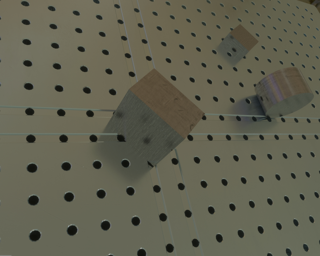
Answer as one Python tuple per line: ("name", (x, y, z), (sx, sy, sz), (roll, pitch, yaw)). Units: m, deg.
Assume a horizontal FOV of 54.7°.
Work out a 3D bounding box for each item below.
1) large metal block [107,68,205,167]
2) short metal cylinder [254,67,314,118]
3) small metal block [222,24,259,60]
("large metal block", (-0.007, -0.011, 0.377), (0.080, 0.080, 0.050), (42, 51, 0))
("short metal cylinder", (0.208, -0.058, 0.524), (0.081, 0.080, 0.050), (-2, 63, -30))
("small metal block", (0.155, -0.166, 0.596), (0.050, 0.025, 0.050), (44, 51, 2))
